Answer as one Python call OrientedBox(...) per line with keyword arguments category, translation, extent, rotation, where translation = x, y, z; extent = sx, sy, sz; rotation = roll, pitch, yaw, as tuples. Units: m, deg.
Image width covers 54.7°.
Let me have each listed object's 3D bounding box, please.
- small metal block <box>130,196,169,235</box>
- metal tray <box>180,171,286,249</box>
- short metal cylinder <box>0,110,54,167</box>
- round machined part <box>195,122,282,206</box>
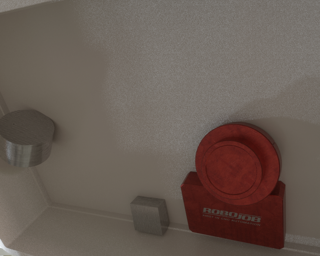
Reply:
OrientedBox(category="small metal block", translation=(-0.016, 0.140, 0.497), extent=(0.050, 0.025, 0.050), rotation=(1, 110, 27))
OrientedBox(category="metal tray", translation=(0.099, 0.110, 0.420), extent=(0.130, 0.030, 0.089), rotation=(2, 120, 26))
OrientedBox(category="short metal cylinder", translation=(-0.213, 0.016, 0.492), extent=(0.080, 0.080, 0.050), rotation=(30, 128, 9))
OrientedBox(category="round machined part", translation=(0.087, 0.043, 0.358), extent=(0.098, 0.042, 0.097), rotation=(4, 100, 26))
